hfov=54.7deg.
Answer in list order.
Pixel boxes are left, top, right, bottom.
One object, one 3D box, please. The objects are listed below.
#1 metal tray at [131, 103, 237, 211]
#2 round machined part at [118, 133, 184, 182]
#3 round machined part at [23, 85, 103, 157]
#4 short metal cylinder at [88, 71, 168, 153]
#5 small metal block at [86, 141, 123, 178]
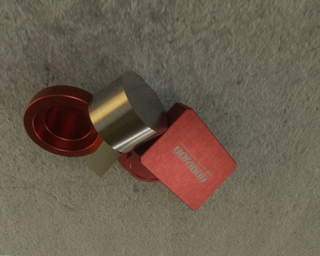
[{"bbox_3d":[0.036,0.041,0.412,0.090,0.030,0.130,-46,122,-5],"label":"metal tray"},{"bbox_3d":[-0.011,0.038,0.430,0.099,0.042,0.097,-1,130,0],"label":"round machined part"},{"bbox_3d":[-0.112,-0.012,0.385,0.099,0.042,0.097,-1,130,0],"label":"round machined part"},{"bbox_3d":[-0.035,-0.018,0.358,0.050,0.080,0.080,-31,124,23],"label":"short metal cylinder"},{"bbox_3d":[-0.060,0.028,0.391,0.025,0.050,0.050,41,122,-1],"label":"small metal block"}]
